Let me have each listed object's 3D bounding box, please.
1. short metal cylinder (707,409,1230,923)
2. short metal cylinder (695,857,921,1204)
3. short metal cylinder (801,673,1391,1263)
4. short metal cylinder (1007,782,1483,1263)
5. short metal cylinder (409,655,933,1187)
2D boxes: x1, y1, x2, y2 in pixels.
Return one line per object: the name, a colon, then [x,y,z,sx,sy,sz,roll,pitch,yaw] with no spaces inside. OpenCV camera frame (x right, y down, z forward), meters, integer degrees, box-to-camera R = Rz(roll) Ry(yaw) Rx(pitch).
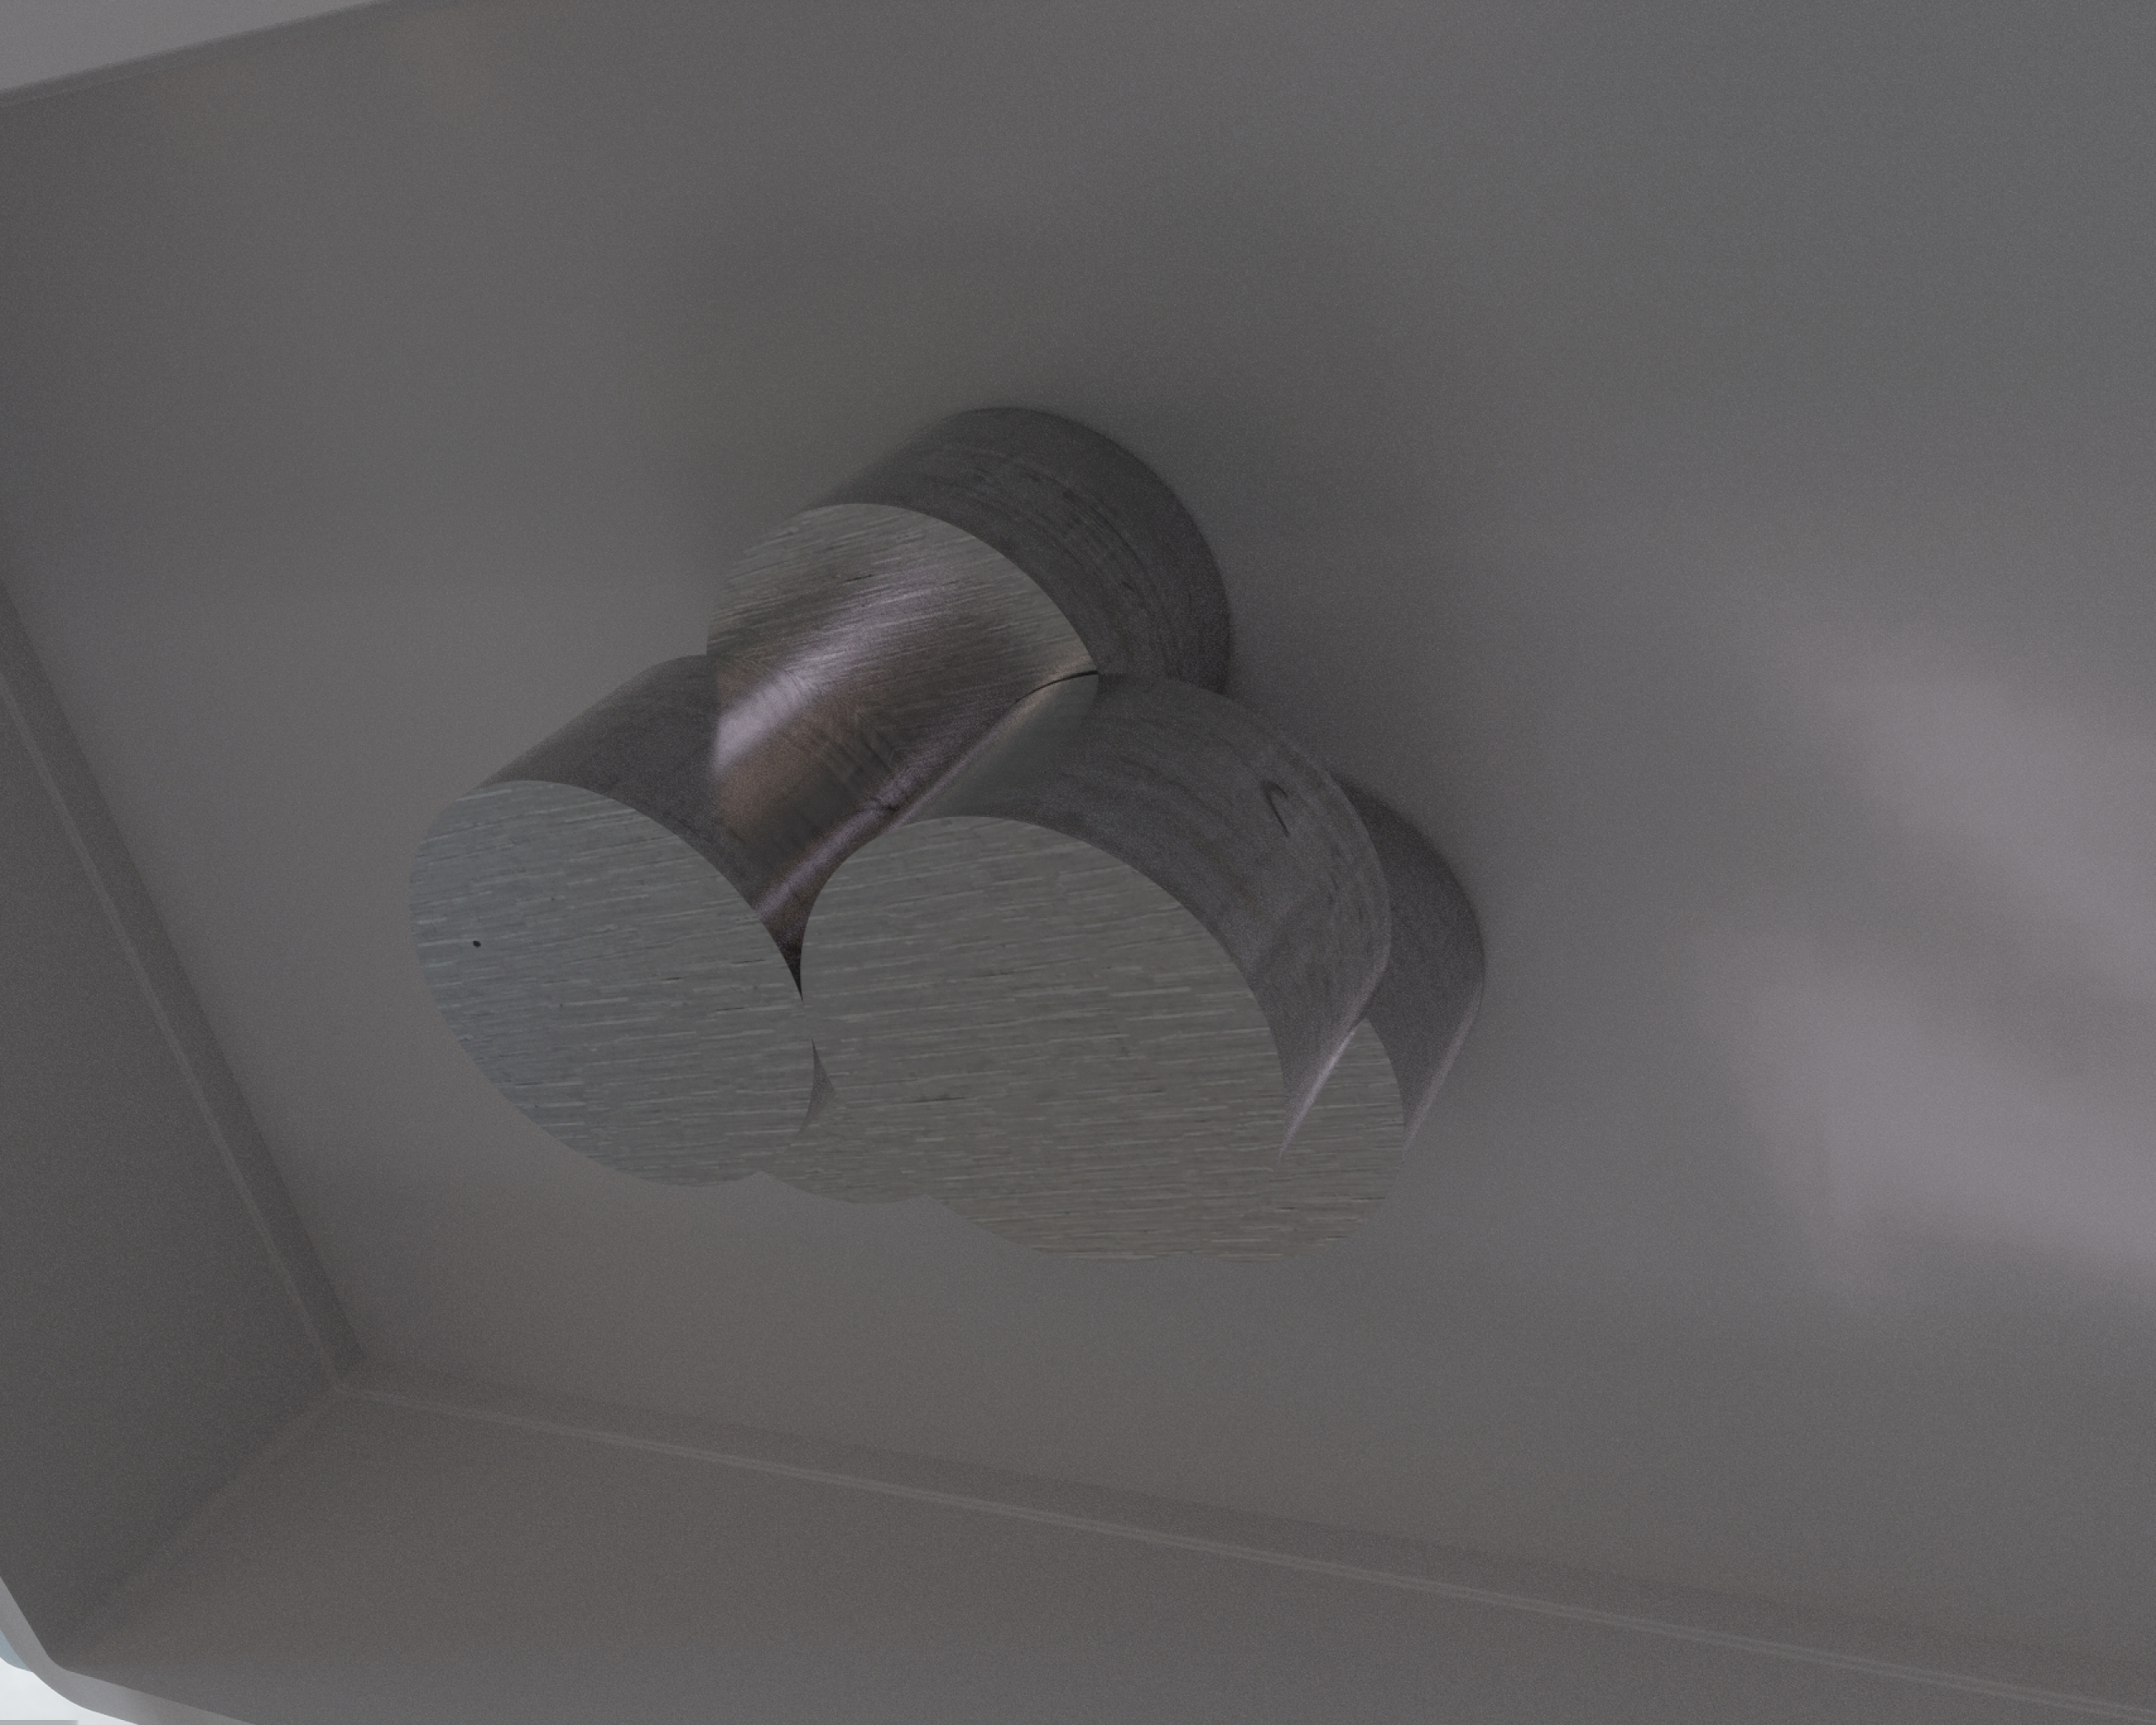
short metal cylinder: [-0.019,-0.036,0.379,0.080,0.050,0.079,13,124,21]
short metal cylinder: [-0.044,0.023,0.427,0.080,0.050,0.079,13,124,21]
short metal cylinder: [0.004,0.016,0.333,0.080,0.050,0.079,13,124,21]
short metal cylinder: [0.030,0.028,0.392,0.080,0.050,0.079,13,124,21]
short metal cylinder: [-0.069,0.010,0.368,0.080,0.050,0.079,13,124,21]
